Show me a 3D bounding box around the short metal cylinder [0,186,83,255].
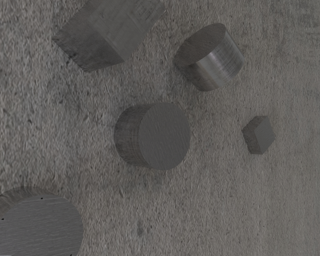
[{"bbox_3d":[-0.120,0.098,0.288,0.081,0.050,0.079,0,90,-40],"label":"short metal cylinder"}]

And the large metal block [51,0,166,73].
[{"bbox_3d":[-0.054,-0.109,0.324,0.050,0.080,0.080,47,62,-30],"label":"large metal block"}]

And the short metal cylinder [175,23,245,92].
[{"bbox_3d":[0.067,-0.097,0.425,0.050,0.080,0.080,45,63,-31],"label":"short metal cylinder"}]

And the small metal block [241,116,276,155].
[{"bbox_3d":[0.177,0.012,0.553,0.050,0.025,0.050,-39,114,-33],"label":"small metal block"}]

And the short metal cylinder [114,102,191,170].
[{"bbox_3d":[-0.009,0.010,0.381,0.081,0.050,0.079,0,90,-40],"label":"short metal cylinder"}]
